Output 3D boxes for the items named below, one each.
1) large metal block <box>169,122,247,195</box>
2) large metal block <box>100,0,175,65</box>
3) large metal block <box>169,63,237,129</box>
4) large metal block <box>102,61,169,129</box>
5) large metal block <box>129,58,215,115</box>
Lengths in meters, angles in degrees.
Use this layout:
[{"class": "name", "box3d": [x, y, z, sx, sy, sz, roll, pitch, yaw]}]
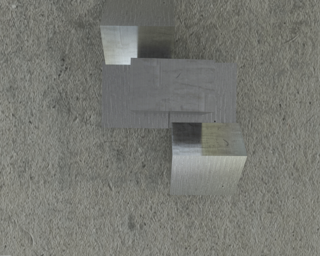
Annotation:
[{"class": "large metal block", "box3d": [0.053, 0.039, 0.378, 0.081, 0.079, 0.050, 0, 46, -1]}, {"class": "large metal block", "box3d": [-0.024, -0.121, 0.377, 0.081, 0.050, 0.080, 1, 46, 0]}, {"class": "large metal block", "box3d": [0.052, -0.039, 0.398, 0.081, 0.050, 0.079, 1, 90, -1]}, {"class": "large metal block", "box3d": [-0.029, -0.040, 0.397, 0.081, 0.050, 0.079, 1, 90, -1]}, {"class": "large metal block", "box3d": [0.012, -0.041, 0.334, 0.081, 0.080, 0.050, 1, 90, -1]}]
